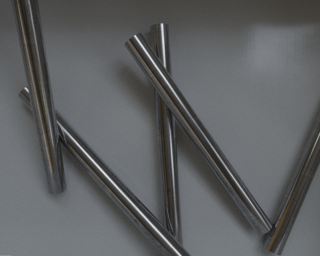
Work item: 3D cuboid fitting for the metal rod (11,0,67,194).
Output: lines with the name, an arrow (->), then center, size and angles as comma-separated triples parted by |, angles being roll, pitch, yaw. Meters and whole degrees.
metal rod -> -0.137, -0.055, 0.349 | 0.025, 0.025, 0.298 | 0, 115, 0

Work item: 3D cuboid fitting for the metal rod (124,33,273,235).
metal rod -> 0.053, 0.013, 0.395 | 0.025, 0.025, 0.299 | -35, 97, 0

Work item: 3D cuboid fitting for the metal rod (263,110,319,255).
metal rod -> 0.208, 0.025, 0.414 | 0.025, 0.025, 0.299 | 23, 90, -1

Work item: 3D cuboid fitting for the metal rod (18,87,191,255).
metal rod -> -0.073, 0.060, 0.396 | 0.025, 0.025, 0.300 | -44, 85, 0

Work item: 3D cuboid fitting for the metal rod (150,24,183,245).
metal rod -> 0.009, 0.014, 0.411 | 0.025, 0.025, 0.298 | -4, 90, -1
